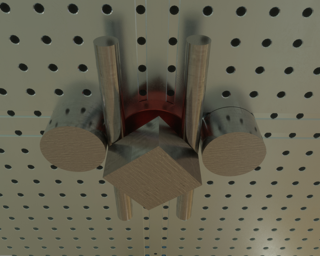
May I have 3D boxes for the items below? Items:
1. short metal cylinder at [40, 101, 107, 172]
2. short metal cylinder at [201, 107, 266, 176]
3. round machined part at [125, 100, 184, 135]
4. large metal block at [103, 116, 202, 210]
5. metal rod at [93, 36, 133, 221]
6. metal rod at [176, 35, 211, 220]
[{"bbox_3d":[-0.108,0.012,0.404,0.081,0.050,0.079,0,130,0],"label":"short metal cylinder"},{"bbox_3d":[0.094,0.019,0.411,0.081,0.050,0.079,0,130,0],"label":"short metal cylinder"},{"bbox_3d":[-0.008,0.014,0.413,0.099,0.042,0.097,0,130,0],"label":"round machined part"},{"bbox_3d":[-0.008,0.045,0.371,0.080,0.050,0.080,-31,124,23],"label":"large metal block"},{"bbox_3d":[-0.055,0.027,0.406,0.025,0.025,0.298,0,130,0],"label":"metal rod"},{"bbox_3d":[0.039,0.025,0.406,0.025,0.025,0.298,0,130,0],"label":"metal rod"}]
